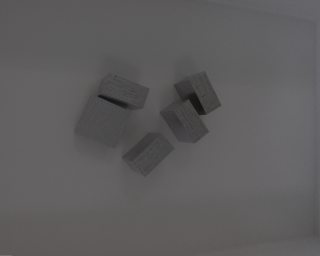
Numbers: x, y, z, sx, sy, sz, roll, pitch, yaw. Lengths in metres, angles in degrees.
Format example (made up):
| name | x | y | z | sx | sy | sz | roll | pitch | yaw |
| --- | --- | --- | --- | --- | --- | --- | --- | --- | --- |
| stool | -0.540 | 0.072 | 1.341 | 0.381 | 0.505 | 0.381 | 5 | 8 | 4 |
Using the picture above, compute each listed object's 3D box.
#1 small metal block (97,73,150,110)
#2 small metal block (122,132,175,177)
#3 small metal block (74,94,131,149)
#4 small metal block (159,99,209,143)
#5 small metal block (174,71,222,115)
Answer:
| name | x | y | z | sx | sy | sz | roll | pitch | yaw |
| --- | --- | --- | --- | --- | --- | --- | --- | --- | --- |
| small metal block | -0.047 | -0.043 | 0.380 | 0.050 | 0.050 | 0.025 | 20 | 84 | -19 |
| small metal block | -0.016 | 0.032 | 0.391 | 0.050 | 0.050 | 0.025 | -43 | 104 | -15 |
| small metal block | -0.072 | -0.007 | 0.384 | 0.050 | 0.025 | 0.050 | 25 | 82 | -19 |
| small metal block | 0.031 | -0.008 | 0.408 | 0.025 | 0.050 | 0.050 | -37 | 102 | -16 |
| small metal block | 0.049 | -0.045 | 0.415 | 0.025 | 0.050 | 0.050 | -31 | 100 | -17 |
